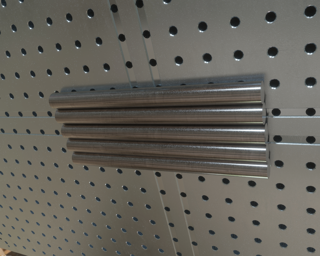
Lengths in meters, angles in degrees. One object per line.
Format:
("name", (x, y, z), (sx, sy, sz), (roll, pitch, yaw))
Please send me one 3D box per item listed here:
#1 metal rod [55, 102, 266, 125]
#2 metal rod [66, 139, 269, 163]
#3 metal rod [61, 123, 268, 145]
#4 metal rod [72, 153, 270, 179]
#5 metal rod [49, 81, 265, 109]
("metal rod", (-0.019, -0.017, 0.409), (0.301, 0.025, 0.025), (1, 119, 27))
("metal rod", (-0.008, 0.027, 0.431), (0.301, 0.025, 0.025), (1, 119, 27))
("metal rod", (-0.013, 0.005, 0.420), (0.301, 0.025, 0.025), (1, 119, 27))
("metal rod", (-0.003, 0.048, 0.441), (0.300, 0.025, 0.025), (0, 119, 27))
("metal rod", (-0.024, -0.039, 0.398), (0.301, 0.025, 0.025), (1, 119, 27))
